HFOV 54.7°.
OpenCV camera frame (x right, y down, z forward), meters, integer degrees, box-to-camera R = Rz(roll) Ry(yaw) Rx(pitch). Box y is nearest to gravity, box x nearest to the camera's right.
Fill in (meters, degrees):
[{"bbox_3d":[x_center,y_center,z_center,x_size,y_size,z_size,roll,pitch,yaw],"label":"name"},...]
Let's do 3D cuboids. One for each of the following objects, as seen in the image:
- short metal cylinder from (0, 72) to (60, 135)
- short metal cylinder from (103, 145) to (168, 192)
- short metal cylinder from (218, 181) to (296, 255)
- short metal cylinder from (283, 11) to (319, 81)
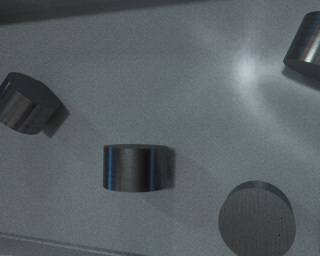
[{"bbox_3d":[-0.194,-0.036,0.448,0.080,0.080,0.050,44,104,14],"label":"short metal cylinder"},{"bbox_3d":[-0.031,0.048,0.391,0.080,0.080,0.050,1,91,19],"label":"short metal cylinder"},{"bbox_3d":[0.112,0.105,0.358,0.080,0.050,0.079,0,90,19],"label":"short metal cylinder"},{"bbox_3d":[0.177,-0.078,0.319,0.080,0.080,0.050,26,99,18],"label":"short metal cylinder"}]
